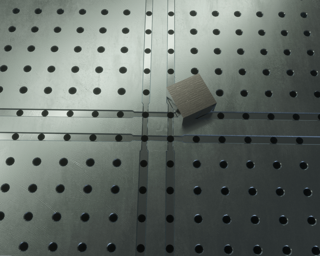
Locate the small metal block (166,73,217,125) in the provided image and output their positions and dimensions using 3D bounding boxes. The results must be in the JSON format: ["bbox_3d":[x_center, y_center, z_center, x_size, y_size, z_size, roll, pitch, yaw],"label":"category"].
[{"bbox_3d":[0.042,-0.040,0.427,0.050,0.025,0.050,-24,72,-9],"label":"small metal block"}]
